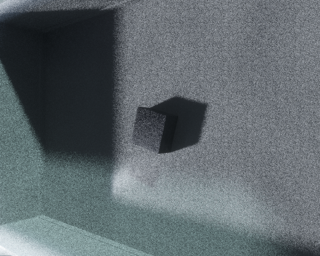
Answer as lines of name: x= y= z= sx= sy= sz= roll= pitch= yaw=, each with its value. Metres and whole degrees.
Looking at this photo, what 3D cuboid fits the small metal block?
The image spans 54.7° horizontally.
small metal block: x=-0.008 y=0.002 z=0.411 sx=0.050 sy=0.025 sz=0.050 roll=19 pitch=102 yaw=38
